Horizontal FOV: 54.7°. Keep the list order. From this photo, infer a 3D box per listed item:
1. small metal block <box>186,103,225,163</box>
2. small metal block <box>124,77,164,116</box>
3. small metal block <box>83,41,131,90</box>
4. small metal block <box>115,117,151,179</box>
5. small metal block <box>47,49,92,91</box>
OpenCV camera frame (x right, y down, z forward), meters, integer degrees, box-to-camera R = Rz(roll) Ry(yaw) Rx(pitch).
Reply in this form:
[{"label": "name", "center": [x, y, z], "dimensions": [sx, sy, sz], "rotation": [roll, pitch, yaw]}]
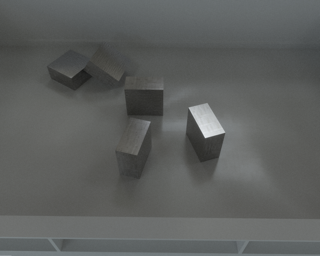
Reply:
[{"label": "small metal block", "center": [0.055, 0.006, 0.384], "dimensions": [0.025, 0.050, 0.050], "rotation": [-15, 52, -12]}, {"label": "small metal block", "center": [-0.020, -0.043, 0.425], "dimensions": [0.050, 0.050, 0.025], "rotation": [1, 50, 1]}, {"label": "small metal block", "center": [-0.079, -0.095, 0.469], "dimensions": [0.050, 0.025, 0.050], "rotation": [35, 51, -15]}, {"label": "small metal block", "center": [-0.030, 0.024, 0.368], "dimensions": [0.025, 0.050, 0.050], "rotation": [12, 51, 10]}, {"label": "small metal block", "center": [-0.136, -0.091, 0.480], "dimensions": [0.050, 0.025, 0.050], "rotation": [27, 55, 21]}]
